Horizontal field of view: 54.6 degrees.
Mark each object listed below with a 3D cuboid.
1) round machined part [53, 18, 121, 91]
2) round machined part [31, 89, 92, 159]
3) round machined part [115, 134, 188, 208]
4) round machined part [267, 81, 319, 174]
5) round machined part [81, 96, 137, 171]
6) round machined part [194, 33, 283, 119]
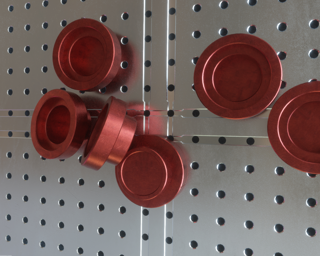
[{"bbox_3d":[-0.098,-0.100,0.439,0.098,0.042,0.097,0,90,20],"label":"round machined part"},{"bbox_3d":[-0.137,-0.004,0.444,0.098,0.042,0.098,-5,80,33],"label":"round machined part"},{"bbox_3d":[-0.016,0.057,0.410,0.098,0.042,0.097,0,90,20],"label":"round machined part"},{"bbox_3d":[0.171,-0.001,0.343,0.098,0.042,0.097,0,90,20],"label":"round machined part"},{"bbox_3d":[-0.064,0.011,0.407,0.042,0.098,0.098,24,100,-17],"label":"round machined part"},{"bbox_3d":[0.093,-0.059,0.371,0.098,0.042,0.097,0,90,20],"label":"round machined part"}]
